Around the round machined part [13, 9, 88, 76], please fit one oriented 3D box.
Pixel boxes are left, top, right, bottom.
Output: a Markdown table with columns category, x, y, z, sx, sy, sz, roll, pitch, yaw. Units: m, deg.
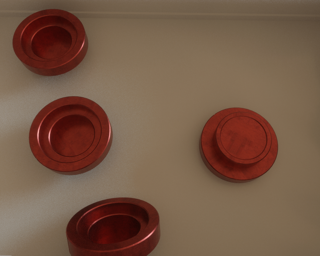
| category | x | y | z | sx | sy | sz | roll | pitch | yaw |
| --- | --- | --- | --- | --- | --- | --- | --- | --- | --- |
| round machined part | -0.152 | -0.117 | 0.442 | 0.099 | 0.042 | 0.098 | 0 | 70 | 0 |

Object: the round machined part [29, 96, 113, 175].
| category | x | y | z | sx | sy | sz | roll | pitch | yaw |
| --- | --- | --- | --- | --- | --- | --- | --- | --- | --- |
| round machined part | -0.110 | 0.012 | 0.395 | 0.099 | 0.042 | 0.098 | 0 | 70 | 0 |

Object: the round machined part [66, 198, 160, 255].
| category | x | y | z | sx | sy | sz | roll | pitch | yaw |
| --- | --- | --- | --- | --- | --- | --- | --- | --- | --- |
| round machined part | -0.049 | 0.119 | 0.337 | 0.099 | 0.098 | 0.042 | -4 | 107 | -2 |

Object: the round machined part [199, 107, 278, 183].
| category | x | y | z | sx | sy | sz | roll | pitch | yaw |
| --- | --- | --- | --- | --- | --- | --- | --- | --- | --- |
| round machined part | 0.101 | 0.018 | 0.395 | 0.099 | 0.042 | 0.098 | 0 | 70 | 0 |
